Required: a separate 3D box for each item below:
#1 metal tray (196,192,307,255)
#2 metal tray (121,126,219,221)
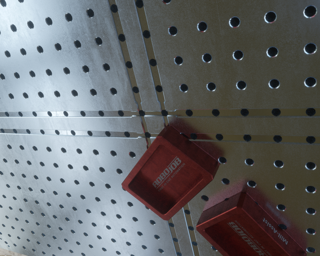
[{"bbox_3d":[0.127,0.161,0.439,0.130,0.030,0.090,45,129,-4],"label":"metal tray"},{"bbox_3d":[0.010,0.069,0.443,0.090,0.030,0.129,38,129,2],"label":"metal tray"}]
